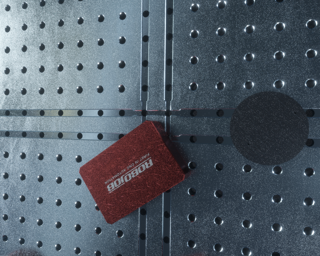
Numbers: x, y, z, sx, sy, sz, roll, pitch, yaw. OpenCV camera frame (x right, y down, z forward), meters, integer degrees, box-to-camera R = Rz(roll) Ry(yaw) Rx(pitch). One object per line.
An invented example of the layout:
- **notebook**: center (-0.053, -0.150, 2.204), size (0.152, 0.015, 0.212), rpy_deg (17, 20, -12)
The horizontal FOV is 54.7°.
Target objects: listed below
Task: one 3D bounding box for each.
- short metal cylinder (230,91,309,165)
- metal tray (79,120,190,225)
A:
- **short metal cylinder**: center (0.124, 0.000, 0.355), size (0.080, 0.050, 0.079), rpy_deg (0, 90, 19)
- **metal tray**: center (-0.037, 0.060, 0.422), size (0.130, 0.030, 0.090), rpy_deg (-35, 79, 16)
